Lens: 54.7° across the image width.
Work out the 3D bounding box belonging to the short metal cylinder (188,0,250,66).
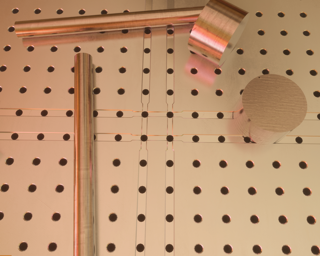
[{"bbox_3d":[0.081,-0.134,0.432,0.050,0.080,0.080,32,73,11],"label":"short metal cylinder"}]

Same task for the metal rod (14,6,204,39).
[{"bbox_3d":[-0.062,-0.161,0.469,0.302,0.025,0.025,-6,70,-2],"label":"metal rod"}]

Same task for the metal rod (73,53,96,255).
[{"bbox_3d":[-0.097,0.038,0.396,0.025,0.025,0.299,-5,70,-2],"label":"metal rod"}]

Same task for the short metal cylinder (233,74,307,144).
[{"bbox_3d":[0.142,-0.024,0.408,0.081,0.050,0.080,0,70,0],"label":"short metal cylinder"}]
